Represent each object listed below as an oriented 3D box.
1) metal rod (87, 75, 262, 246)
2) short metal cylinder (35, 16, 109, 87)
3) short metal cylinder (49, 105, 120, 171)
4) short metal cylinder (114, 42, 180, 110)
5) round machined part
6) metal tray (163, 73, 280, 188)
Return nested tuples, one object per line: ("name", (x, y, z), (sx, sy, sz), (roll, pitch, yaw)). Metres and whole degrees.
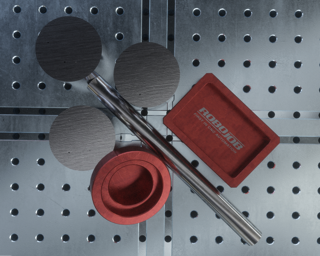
("metal rod", (0.019, 0.043, 0.414), (0.300, 0.025, 0.025), (44, 90, 0))
("short metal cylinder", (-0.110, -0.096, 0.400), (0.081, 0.050, 0.080), (0, 90, 0))
("short metal cylinder", (-0.094, 0.012, 0.400), (0.081, 0.050, 0.080), (0, 90, 0))
("short metal cylinder", (-0.016, -0.065, 0.400), (0.081, 0.050, 0.080), (0, 90, 0))
("round machined part", (-0.039, 0.069, 0.394), (0.099, 0.042, 0.097), (-5, 107, -18))
("metal tray", (0.079, 0.003, 0.410), (0.130, 0.030, 0.090), (44, 90, 0))
